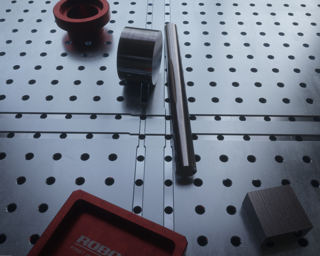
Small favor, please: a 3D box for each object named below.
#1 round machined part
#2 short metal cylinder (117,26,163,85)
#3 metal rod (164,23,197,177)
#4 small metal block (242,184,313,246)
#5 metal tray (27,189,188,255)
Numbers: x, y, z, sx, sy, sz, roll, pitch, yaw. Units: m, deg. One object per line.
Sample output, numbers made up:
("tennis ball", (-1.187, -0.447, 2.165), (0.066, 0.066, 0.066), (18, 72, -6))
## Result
("round machined part", (-0.139, -0.199, 0.562), (0.099, 0.042, 0.098), (0, 50, 0))
("short metal cylinder", (-0.028, -0.107, 0.462), (0.050, 0.080, 0.080), (9, 51, 7))
("metal rod", (0.025, -0.063, 0.461), (0.025, 0.025, 0.300), (-1, 50, -2))
("small metal block", (0.124, 0.092, 0.332), (0.050, 0.025, 0.050), (-9, 51, -8))
("metal tray", (-0.050, 0.125, 0.298), (0.130, 0.030, 0.090), (20, 53, 15))
